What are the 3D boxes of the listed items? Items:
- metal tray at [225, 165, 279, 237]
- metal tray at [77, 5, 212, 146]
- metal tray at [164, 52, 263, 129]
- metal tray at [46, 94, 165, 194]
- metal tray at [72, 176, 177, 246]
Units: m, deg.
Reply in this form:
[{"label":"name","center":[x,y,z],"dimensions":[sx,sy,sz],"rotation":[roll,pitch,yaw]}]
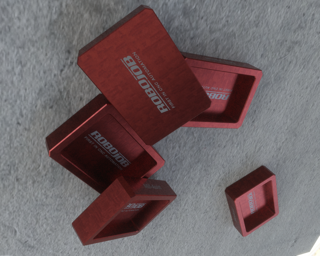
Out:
[{"label":"metal tray","center":[0.179,0.142,0.592],"dimensions":[0.090,0.030,0.129],"rotation":[-29,129,-10]},{"label":"metal tray","center":[-0.014,-0.053,0.339],"dimensions":[0.090,0.030,0.130],"rotation":[-34,119,7]},{"label":"metal tray","center":[0.066,-0.046,0.412],"dimensions":[0.131,0.030,0.089],"rotation":[2,118,-30]},{"label":"metal tray","center":[-0.063,0.031,0.388],"dimensions":[0.090,0.030,0.130],"rotation":[-40,130,-1]},{"label":"metal tray","center":[-0.041,0.108,0.412],"dimensions":[0.090,0.030,0.130],"rotation":[-45,153,10]}]
